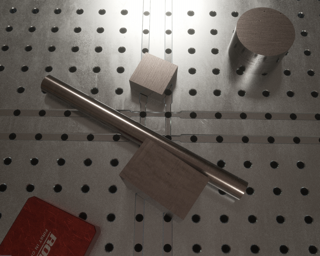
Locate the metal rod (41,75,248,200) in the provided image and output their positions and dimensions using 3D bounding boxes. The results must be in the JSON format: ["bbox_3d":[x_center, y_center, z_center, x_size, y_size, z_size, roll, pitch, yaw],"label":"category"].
[{"bbox_3d":[-0.027,0.008,0.408,0.301,0.025,0.025,28,72,9],"label":"metal rod"}]

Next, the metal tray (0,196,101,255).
[{"bbox_3d":[-0.138,0.155,0.351,0.090,0.030,0.130,24,71,8],"label":"metal tray"}]

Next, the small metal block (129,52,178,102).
[{"bbox_3d":[-0.009,-0.072,0.438,0.050,0.025,0.050,25,72,8],"label":"small metal block"}]

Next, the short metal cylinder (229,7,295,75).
[{"bbox_3d":[0.144,-0.124,0.446,0.081,0.050,0.080,0,70,0],"label":"short metal cylinder"}]

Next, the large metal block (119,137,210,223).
[{"bbox_3d":[0.004,0.064,0.359,0.080,0.080,0.050,33,73,11],"label":"large metal block"}]
